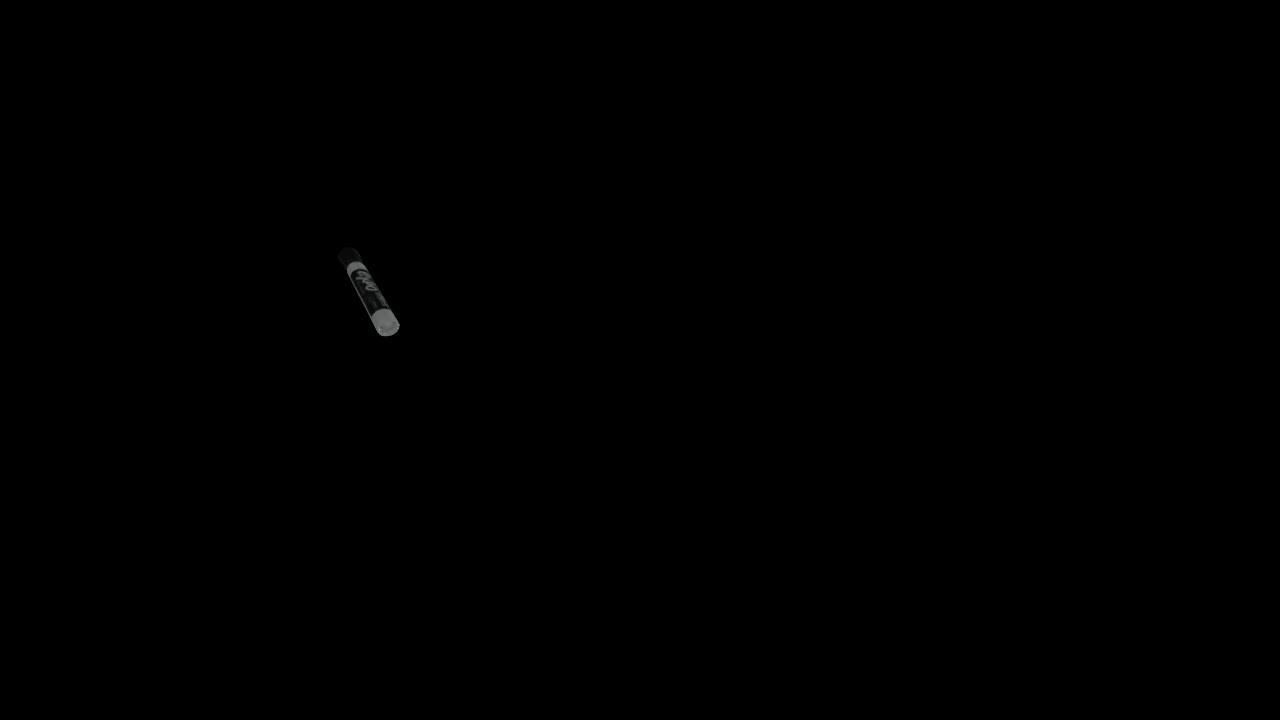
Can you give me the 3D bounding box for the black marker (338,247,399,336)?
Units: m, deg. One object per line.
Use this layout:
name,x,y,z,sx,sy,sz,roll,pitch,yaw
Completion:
black marker,-0.244,-0.064,0.547,0.020,0.020,0.121,0,38,-45
